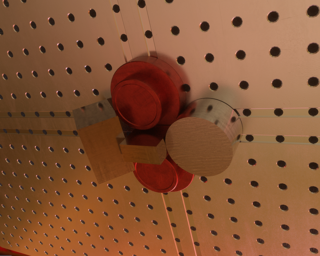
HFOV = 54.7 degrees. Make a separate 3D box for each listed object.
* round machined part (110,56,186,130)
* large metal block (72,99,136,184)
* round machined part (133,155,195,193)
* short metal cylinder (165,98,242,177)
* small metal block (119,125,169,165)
[{"bbox_3d":[-0.021,-0.037,0.389,0.098,0.042,0.097,13,124,21],"label":"round machined part"},{"bbox_3d":[-0.077,0.015,0.418,0.050,0.080,0.080,-20,115,-12],"label":"large metal block"},{"bbox_3d":[0.001,0.051,0.432,0.098,0.042,0.097,13,124,21],"label":"round machined part"},{"bbox_3d":[0.053,0.011,0.372,0.080,0.050,0.079,13,124,21],"label":"short metal cylinder"},{"bbox_3d":[-0.014,0.019,0.386,0.050,0.050,0.025,2,119,27],"label":"small metal block"}]
